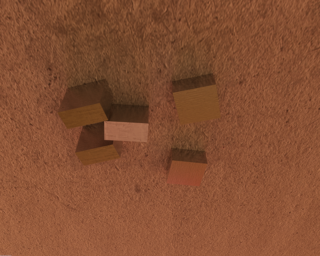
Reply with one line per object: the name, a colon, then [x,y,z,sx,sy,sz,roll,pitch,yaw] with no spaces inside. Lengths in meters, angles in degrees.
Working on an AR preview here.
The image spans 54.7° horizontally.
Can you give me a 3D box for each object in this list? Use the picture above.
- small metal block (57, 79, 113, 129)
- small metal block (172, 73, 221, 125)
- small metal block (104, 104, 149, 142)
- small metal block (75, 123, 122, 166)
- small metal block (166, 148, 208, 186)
small metal block: [-0.086,-0.029,0.365,0.050,0.050,0.025,-12,129,9]
small metal block: [0.045,-0.034,0.378,0.050,0.025,0.050,-10,130,8]
small metal block: [-0.040,-0.007,0.381,0.050,0.050,0.025,3,118,-3]
small metal block: [-0.077,0.018,0.405,0.050,0.050,0.025,-13,129,11]
small metal block: [0.038,0.058,0.457,0.050,0.025,0.050,6,130,-6]
